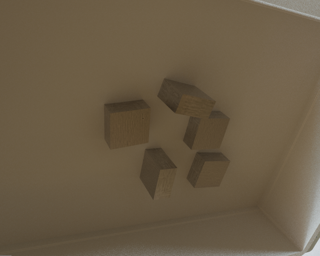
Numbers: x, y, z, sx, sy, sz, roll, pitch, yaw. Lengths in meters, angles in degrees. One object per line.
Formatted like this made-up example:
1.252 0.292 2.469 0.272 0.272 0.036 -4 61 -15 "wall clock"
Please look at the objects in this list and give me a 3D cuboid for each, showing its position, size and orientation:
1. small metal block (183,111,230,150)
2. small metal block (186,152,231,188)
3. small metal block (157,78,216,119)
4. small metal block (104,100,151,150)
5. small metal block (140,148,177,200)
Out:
0.067 0.003 0.447 0.050 0.025 0.050 -1 119 -28 "small metal block"
0.077 0.067 0.491 0.050 0.025 0.050 3 117 -30 "small metal block"
0.032 -0.037 0.387 0.050 0.050 0.025 8 114 -32 "small metal block"
-0.041 -0.005 0.383 0.050 0.025 0.050 -9 123 -24 "small metal block"
-0.004 0.063 0.429 0.025 0.050 0.050 -3 120 -27 "small metal block"
